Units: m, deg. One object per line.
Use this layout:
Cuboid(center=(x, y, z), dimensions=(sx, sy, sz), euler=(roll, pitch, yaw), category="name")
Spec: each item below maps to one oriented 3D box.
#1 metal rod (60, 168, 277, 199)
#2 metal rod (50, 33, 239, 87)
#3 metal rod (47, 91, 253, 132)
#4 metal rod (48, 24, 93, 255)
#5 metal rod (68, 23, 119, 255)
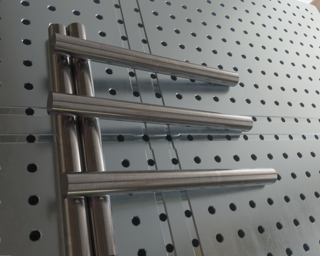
Cuboid(center=(0.036, 0.062, 0.373), dimensions=(0.302, 0.025, 0.025), euler=(4, 60, -34), category="metal rod")
Cuboid(center=(0.000, -0.091, 0.447), dimensions=(0.302, 0.025, 0.025), euler=(4, 60, -33), category="metal rod")
Cuboid(center=(0.011, -0.016, 0.406), dimensions=(0.302, 0.025, 0.025), euler=(5, 60, -33), category="metal rod")
Cuboid(center=(-0.105, 0.001, 0.351), dimensions=(0.025, 0.025, 0.299), euler=(1, 61, -28), category="metal rod")
Cuboid(center=(-0.084, -0.005, 0.366), dimensions=(0.025, 0.025, 0.299), euler=(1, 61, -28), category="metal rod")
